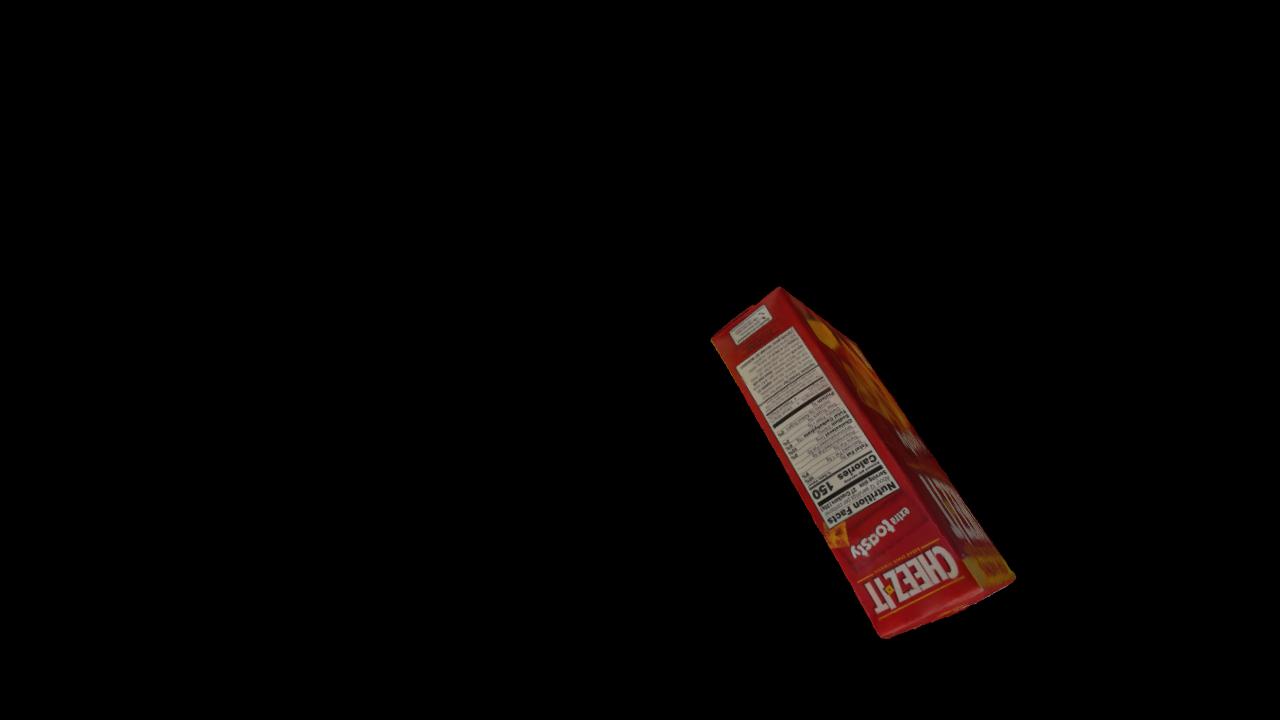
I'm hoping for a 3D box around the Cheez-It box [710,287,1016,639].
[{"bbox_3d":[0.160,0.069,0.440,0.071,0.223,0.166,-39,-34,23],"label":"Cheez-It box"}]
